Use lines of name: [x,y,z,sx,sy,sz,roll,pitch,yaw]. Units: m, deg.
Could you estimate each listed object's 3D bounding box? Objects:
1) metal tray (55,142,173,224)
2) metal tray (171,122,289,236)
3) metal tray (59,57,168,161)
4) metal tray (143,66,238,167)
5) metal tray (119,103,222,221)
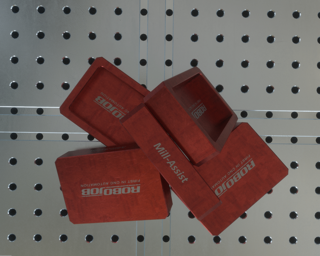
metal tray: [-0.057,0.069,0.386,0.130,0.030,0.089,-8,101,14]
metal tray: [0.090,0.065,0.411,0.130,0.030,0.090,-41,91,-1]
metal tray: [-0.052,-0.020,0.410,0.130,0.030,0.090,36,90,-1]
metal tray: [0.043,-0.021,0.362,0.030,0.131,0.090,-38,90,28]
metal tray: [0.011,0.034,0.350,0.030,0.090,0.130,-38,91,0]
